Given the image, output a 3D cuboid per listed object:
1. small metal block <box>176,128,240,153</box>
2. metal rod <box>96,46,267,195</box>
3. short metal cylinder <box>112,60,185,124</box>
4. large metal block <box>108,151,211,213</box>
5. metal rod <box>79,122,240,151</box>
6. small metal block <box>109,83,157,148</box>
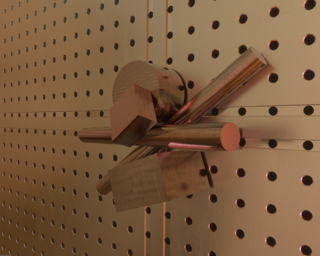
[{"bbox_3d":[0.054,0.012,0.344,0.050,0.050,0.025,0,90,41],"label":"small metal block"},{"bbox_3d":[0.007,0.008,0.400,0.299,0.025,0.025,-41,65,32],"label":"metal rod"},{"bbox_3d":[-0.016,-0.043,0.401,0.080,0.050,0.080,-1,89,40],"label":"short metal cylinder"},{"bbox_3d":[-0.001,0.061,0.368,0.080,0.081,0.050,-23,76,38],"label":"large metal block"},{"bbox_3d":[-0.030,0.010,0.383,0.299,0.025,0.025,-1,89,53],"label":"metal rod"},{"bbox_3d":[-0.032,-0.014,0.355,0.050,0.025,0.050,-43,42,32],"label":"small metal block"}]
